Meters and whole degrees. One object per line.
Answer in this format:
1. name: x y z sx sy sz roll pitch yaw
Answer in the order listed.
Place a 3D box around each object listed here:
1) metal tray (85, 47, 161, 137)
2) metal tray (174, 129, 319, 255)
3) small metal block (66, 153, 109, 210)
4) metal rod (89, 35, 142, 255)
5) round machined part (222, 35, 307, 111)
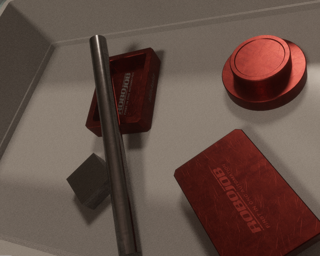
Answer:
1. metal tray: -0.053 -0.054 0.461 0.090 0.030 0.130 -6 59 24
2. metal tray: 0.082 0.074 0.314 0.090 0.030 0.130 -35 51 4
3. small metal block: -0.087 0.070 0.407 0.050 0.025 0.050 -45 51 -3
4. metal rod: -0.062 0.004 0.398 0.025 0.025 0.299 -20 65 16
5. round machined part: 0.123 -0.073 0.374 0.098 0.042 0.098 -13 56 20
